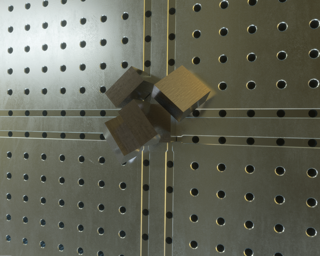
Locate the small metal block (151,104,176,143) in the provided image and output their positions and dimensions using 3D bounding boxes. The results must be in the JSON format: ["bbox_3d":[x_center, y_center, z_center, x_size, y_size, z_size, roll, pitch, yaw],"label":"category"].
[{"bbox_3d":[-0.006,-0.006,0.415,0.050,0.025,0.050,1,90,19],"label":"small metal block"}]

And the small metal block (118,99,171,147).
[{"bbox_3d":[-0.018,-0.006,0.379,0.025,0.050,0.050,-38,79,15],"label":"small metal block"}]

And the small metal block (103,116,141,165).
[{"bbox_3d":[-0.052,0.017,0.415,0.025,0.050,0.050,-28,79,-20],"label":"small metal block"}]

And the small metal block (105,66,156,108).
[{"bbox_3d":[-0.037,-0.052,0.413,0.050,0.050,0.025,-43,77,15],"label":"small metal block"}]

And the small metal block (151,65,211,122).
[{"bbox_3d":[0.026,-0.044,0.389,0.050,0.025,0.050,-38,74,-25],"label":"small metal block"}]
